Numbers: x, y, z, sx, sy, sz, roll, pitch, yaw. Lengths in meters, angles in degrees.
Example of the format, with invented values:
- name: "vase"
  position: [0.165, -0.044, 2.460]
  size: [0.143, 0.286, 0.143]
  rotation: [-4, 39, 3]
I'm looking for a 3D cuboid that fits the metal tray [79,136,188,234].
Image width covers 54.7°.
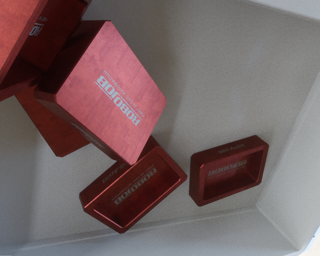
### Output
- name: "metal tray"
  position: [-0.035, 0.082, 0.438]
  size: [0.130, 0.030, 0.090]
  rotation: [-41, 130, -1]

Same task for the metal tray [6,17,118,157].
- name: "metal tray"
  position: [-0.098, -0.040, 0.328]
  size: [0.090, 0.030, 0.129]
  rotation: [-28, 128, -11]

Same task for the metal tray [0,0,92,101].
- name: "metal tray"
  position: [-0.087, -0.069, 0.211]
  size: [0.030, 0.130, 0.090]
  rotation: [32, 100, -13]

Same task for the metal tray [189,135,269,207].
- name: "metal tray"
  position: [0.113, 0.070, 0.513]
  size: [0.131, 0.030, 0.089]
  rotation: [-14, 125, -21]

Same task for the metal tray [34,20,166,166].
- name: "metal tray"
  position: [-0.049, -0.030, 0.311]
  size: [0.090, 0.030, 0.130]
  rotation: [-63, 143, -19]
